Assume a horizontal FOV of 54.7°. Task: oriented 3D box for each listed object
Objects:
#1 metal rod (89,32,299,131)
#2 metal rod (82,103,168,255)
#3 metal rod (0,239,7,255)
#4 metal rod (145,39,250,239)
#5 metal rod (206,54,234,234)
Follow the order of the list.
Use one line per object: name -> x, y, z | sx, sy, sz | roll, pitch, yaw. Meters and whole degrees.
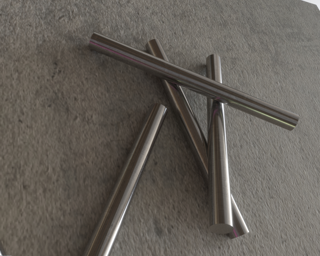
metal rod -> 0.046, -0.064, 0.430 | 0.301, 0.025, 0.025 | 22, 52, 0
metal rod -> -0.046, 0.086, 0.327 | 0.025, 0.025, 0.300 | 30, 52, -10
metal rod -> -0.183, 0.044, 0.278 | 0.025, 0.025, 0.299 | -21, 73, -36
metal rod -> 0.043, 0.001, 0.428 | 0.025, 0.025, 0.299 | -10, 67, -33
metal rod -> 0.077, -0.005, 0.424 | 0.025, 0.025, 0.300 | 22, 46, -16
